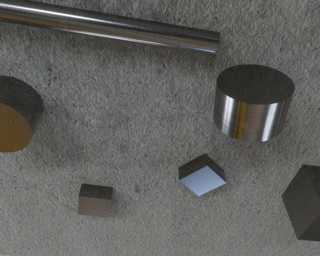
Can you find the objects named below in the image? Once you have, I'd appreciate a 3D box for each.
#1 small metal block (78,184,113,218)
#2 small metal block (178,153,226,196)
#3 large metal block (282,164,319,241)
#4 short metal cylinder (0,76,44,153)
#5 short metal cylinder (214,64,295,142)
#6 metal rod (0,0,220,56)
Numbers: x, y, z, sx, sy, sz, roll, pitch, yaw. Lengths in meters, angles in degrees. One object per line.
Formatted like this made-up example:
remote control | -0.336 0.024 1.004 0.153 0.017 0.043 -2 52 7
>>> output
small metal block | -0.106 0.120 0.508 0.050 0.025 0.050 9 130 -8
small metal block | 0.064 0.072 0.469 0.050 0.025 0.050 -32 123 24
large metal block | 0.237 0.114 0.471 0.050 0.080 0.079 7 130 -6
short metal cylinder | -0.189 -0.016 0.375 0.081 0.050 0.079 0 130 0
short metal cylinder | 0.102 -0.030 0.347 0.080 0.080 0.050 -2 130 1
metal rod | -0.088 -0.109 0.313 0.302 0.025 0.025 7 130 -7
